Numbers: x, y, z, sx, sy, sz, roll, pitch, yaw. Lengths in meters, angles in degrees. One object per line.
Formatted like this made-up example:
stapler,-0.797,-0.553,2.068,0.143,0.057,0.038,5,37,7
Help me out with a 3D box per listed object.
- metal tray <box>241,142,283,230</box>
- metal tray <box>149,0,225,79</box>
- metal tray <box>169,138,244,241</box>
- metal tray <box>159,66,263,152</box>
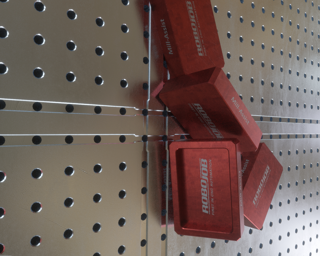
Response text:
metal tray,0.168,0.101,0.551,0.090,0.030,0.130,45,63,-31
metal tray,0.041,-0.138,0.442,0.091,0.030,0.129,-27,107,-37
metal tray,0.063,0.080,0.419,0.030,0.090,0.129,-11,98,-66
metal tray,0.071,-0.018,0.426,0.130,0.090,0.030,49,53,-29
